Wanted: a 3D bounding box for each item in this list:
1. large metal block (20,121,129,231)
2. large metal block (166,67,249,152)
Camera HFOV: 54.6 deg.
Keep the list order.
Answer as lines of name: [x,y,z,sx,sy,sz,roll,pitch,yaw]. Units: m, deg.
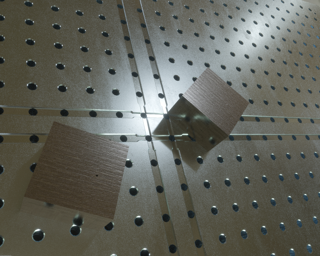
large metal block: [-0.084,0.050,0.316,0.080,0.050,0.080,20,54,-16]
large metal block: [0.069,-0.028,0.446,0.080,0.050,0.080,41,51,0]
